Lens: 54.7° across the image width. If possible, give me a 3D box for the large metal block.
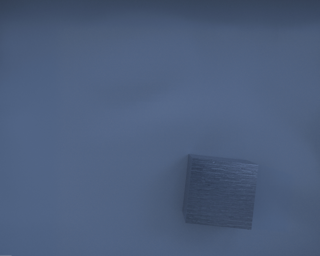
[{"bbox_3d":[0.075,0.080,0.400,0.081,0.050,0.079,6,90,-1],"label":"large metal block"}]
